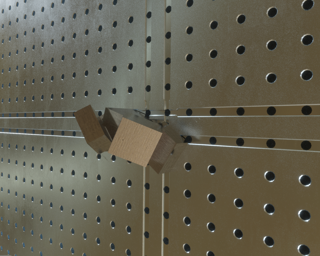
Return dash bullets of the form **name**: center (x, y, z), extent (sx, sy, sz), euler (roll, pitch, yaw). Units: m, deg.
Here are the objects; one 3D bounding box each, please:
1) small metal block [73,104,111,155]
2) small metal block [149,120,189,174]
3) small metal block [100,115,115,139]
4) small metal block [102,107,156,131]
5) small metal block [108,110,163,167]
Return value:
- **small metal block**: center (-0.091, 0.003, 0.429), extent (0.025, 0.050, 0.050), euler (-28, 68, -4)
- **small metal block**: center (0.001, 0.024, 0.407), extent (0.050, 0.025, 0.050), euler (43, 116, 31)
- **small metal block**: center (-0.074, 0.005, 0.468), extent (0.050, 0.025, 0.050), euler (-24, 75, 37)
- **small metal block**: center (-0.042, -0.008, 0.426), extent (0.050, 0.050, 0.025), euler (24, 105, 37)
- **small metal block**: center (-0.030, 0.013, 0.381), extent (0.050, 0.025, 0.050), euler (22, 109, -9)
